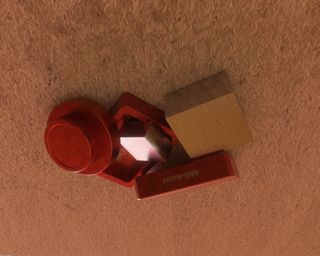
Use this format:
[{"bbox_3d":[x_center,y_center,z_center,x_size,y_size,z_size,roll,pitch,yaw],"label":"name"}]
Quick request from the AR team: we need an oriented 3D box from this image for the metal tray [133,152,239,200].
[{"bbox_3d":[0.040,0.070,0.435,0.130,0.030,0.090,-17,164,15],"label":"metal tray"}]

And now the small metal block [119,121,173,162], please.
[{"bbox_3d":[-0.020,0.017,0.393,0.050,0.025,0.050,-2,139,39],"label":"small metal block"}]

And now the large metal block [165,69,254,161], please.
[{"bbox_3d":[0.060,-0.013,0.382,0.080,0.050,0.080,-21,127,17],"label":"large metal block"}]

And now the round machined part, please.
[{"bbox_3d":[-0.102,0.015,0.382,0.098,0.042,0.097,9,113,22],"label":"round machined part"}]

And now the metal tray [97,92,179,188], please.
[{"bbox_3d":[-0.044,0.022,0.423,0.090,0.030,0.129,28,125,-22],"label":"metal tray"}]
